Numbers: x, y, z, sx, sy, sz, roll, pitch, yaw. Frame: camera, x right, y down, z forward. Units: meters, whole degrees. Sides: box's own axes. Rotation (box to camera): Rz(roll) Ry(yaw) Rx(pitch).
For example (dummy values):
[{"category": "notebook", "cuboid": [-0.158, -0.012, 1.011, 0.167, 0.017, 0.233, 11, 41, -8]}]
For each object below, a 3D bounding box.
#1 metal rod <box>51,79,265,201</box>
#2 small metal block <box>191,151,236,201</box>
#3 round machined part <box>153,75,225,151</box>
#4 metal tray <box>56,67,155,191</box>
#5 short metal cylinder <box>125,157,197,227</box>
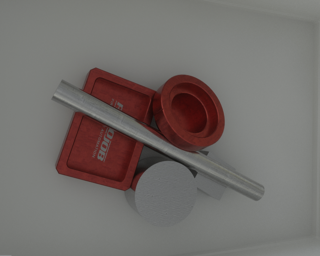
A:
[{"category": "metal rod", "cuboid": [0.014, 0.025, 0.384, 0.301, 0.025, 0.025, 28, 81, -21]}, {"category": "small metal block", "cuboid": [0.070, 0.066, 0.436, 0.050, 0.025, 0.050, 33, 79, -17]}, {"category": "round machined part", "cuboid": [0.032, -0.016, 0.400, 0.099, 0.042, 0.098, 15, 61, -28]}, {"category": "metal tray", "cuboid": [-0.064, 0.003, 0.382, 0.091, 0.030, 0.129, 20, 83, -19]}, {"category": "short metal cylinder", "cuboid": [0.000, 0.079, 0.396, 0.081, 0.050, 0.079, 0, 90, -21]}]
